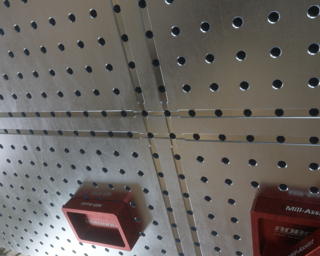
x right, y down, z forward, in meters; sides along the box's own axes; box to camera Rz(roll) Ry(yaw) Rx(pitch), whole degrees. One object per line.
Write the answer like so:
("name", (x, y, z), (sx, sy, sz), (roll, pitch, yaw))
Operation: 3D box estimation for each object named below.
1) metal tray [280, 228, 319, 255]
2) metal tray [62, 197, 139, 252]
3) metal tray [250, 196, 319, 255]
("metal tray", (0.205, 0.170, 0.365), (0.090, 0.030, 0.129), (33, 129, 6))
("metal tray", (-0.112, 0.178, 0.577), (0.130, 0.030, 0.090), (-3, 117, 29))
("metal tray", (0.186, 0.140, 0.396), (0.130, 0.030, 0.090), (3, 120, 26))
